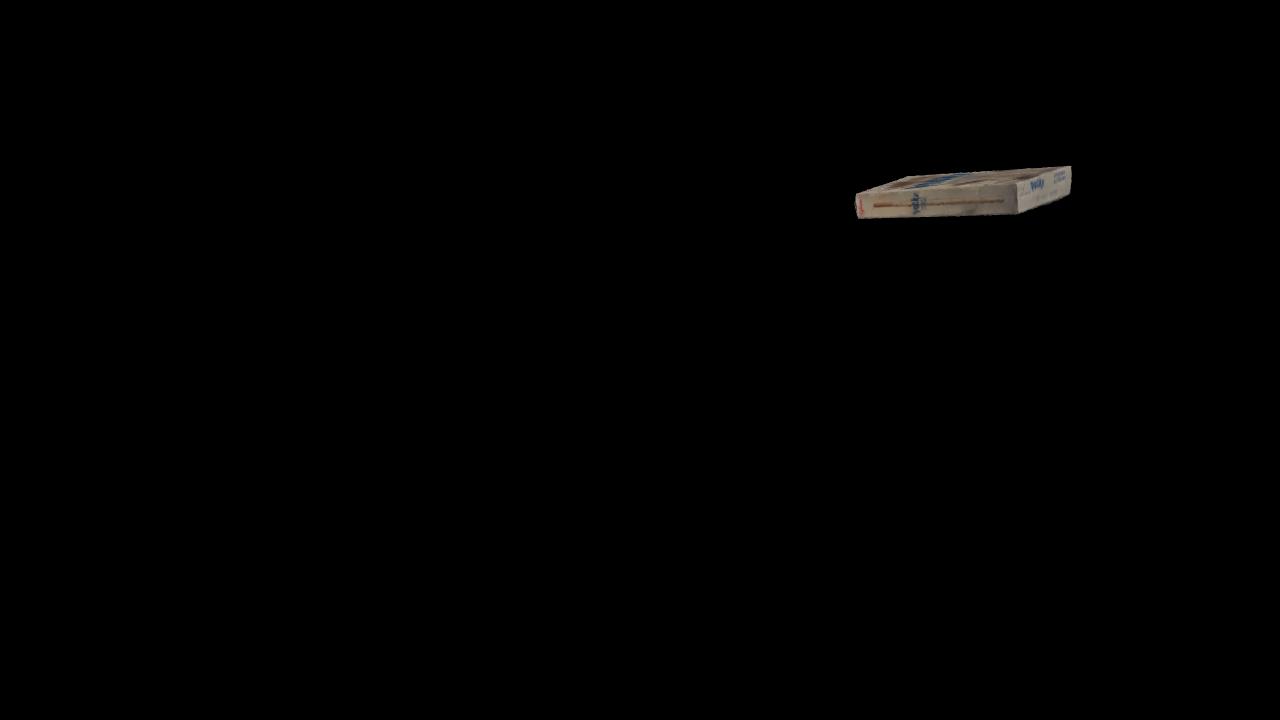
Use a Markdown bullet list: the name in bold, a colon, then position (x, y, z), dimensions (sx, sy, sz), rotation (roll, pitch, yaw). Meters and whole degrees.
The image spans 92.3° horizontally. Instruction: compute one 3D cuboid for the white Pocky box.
- **white Pocky box**: position (0.283, -0.149, 0.552), dimensions (0.084, 0.028, 0.154), rotation (-22, 21, -27)
